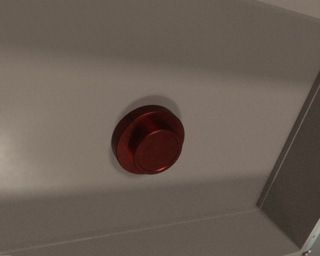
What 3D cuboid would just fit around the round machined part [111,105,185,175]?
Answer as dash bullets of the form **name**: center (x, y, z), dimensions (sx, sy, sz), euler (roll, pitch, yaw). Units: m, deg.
- **round machined part**: center (-0.010, 0.022, 0.407), dimensions (0.099, 0.042, 0.097), euler (-14, 125, -21)
